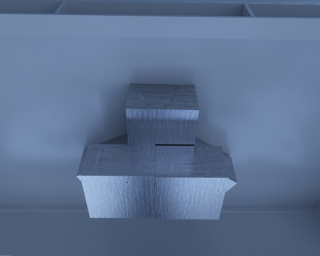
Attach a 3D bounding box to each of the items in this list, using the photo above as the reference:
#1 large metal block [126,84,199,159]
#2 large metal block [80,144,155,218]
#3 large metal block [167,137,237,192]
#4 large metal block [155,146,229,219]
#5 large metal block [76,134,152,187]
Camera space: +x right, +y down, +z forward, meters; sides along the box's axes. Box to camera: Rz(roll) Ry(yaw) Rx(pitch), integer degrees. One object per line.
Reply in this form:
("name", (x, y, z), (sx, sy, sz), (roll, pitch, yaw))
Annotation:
("large metal block", (0.002, -0.006, 0.385), (0.081, 0.050, 0.079), (1, 130, -1))
("large metal block", (-0.047, 0.066, 0.381), (0.081, 0.050, 0.079), (0, 130, -1))
("large metal block", (0.049, 0.067, 0.446), (0.080, 0.050, 0.080), (28, 125, -21))
("large metal block", (0.034, 0.068, 0.381), (0.081, 0.050, 0.079), (0, 130, -1))
("large metal block", (-0.057, 0.062, 0.443), (0.080, 0.050, 0.080), (-21, 127, 16))
